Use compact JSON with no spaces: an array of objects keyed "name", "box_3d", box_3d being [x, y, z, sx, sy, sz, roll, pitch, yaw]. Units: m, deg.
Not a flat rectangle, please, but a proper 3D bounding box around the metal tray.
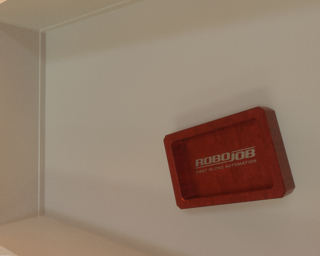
[{"name":"metal tray","box_3d":[0.070,0.037,0.344,0.130,0.030,0.090,-19,78,38]}]
